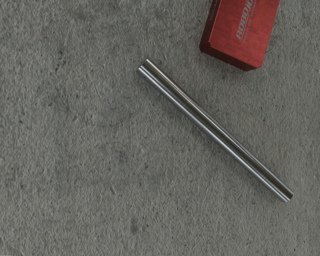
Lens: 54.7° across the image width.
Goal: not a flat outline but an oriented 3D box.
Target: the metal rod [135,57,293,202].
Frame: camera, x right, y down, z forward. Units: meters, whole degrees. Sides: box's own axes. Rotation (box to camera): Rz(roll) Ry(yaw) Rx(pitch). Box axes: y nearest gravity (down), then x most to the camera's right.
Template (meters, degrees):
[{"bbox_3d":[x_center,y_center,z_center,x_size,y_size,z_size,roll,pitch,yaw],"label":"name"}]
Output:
[{"bbox_3d":[0.086,0.011,0.441,0.300,0.025,0.025,40,77,-16],"label":"metal rod"}]

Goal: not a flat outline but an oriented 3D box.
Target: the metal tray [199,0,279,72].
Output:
[{"bbox_3d":[0.118,-0.159,0.450,0.091,0.030,0.129,19,84,-19],"label":"metal tray"}]
